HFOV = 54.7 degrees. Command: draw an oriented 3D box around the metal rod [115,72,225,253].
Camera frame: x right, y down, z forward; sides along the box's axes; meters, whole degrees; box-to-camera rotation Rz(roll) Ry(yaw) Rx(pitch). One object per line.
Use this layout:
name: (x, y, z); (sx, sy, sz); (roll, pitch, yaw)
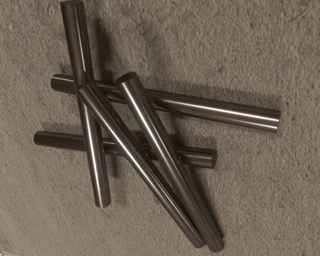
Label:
metal rod: (0.025, 0.063, 0.400); (0.025, 0.025, 0.299); (-9, 124, 31)

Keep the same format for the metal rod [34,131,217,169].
metal rod: (-0.067, 0.028, 0.457); (0.301, 0.025, 0.025); (5, 121, 25)

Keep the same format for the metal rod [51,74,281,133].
metal rod: (-0.009, -0.036, 0.388); (0.301, 0.025, 0.025); (12, 124, 21)

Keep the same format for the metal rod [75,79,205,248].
metal rod: (-0.013, 0.063, 0.421); (0.025, 0.025, 0.299); (-16, 120, 34)

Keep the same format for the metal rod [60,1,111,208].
metal rod: (-0.093, -0.010, 0.414); (0.025, 0.025, 0.298); (12, 124, 21)
